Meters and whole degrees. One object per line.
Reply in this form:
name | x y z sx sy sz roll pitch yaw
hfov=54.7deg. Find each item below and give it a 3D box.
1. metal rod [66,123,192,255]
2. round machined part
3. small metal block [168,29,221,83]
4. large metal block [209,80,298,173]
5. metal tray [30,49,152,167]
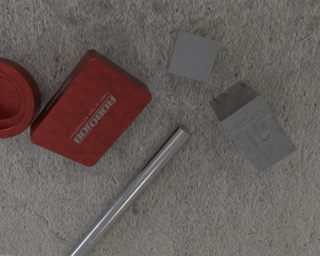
metal rod | -0.059 0.113 0.450 0.025 0.025 0.299 36 106 -12
round machined part | -0.197 -0.039 0.384 0.099 0.042 0.097 0 110 0
small metal block | 0.040 -0.088 0.378 0.050 0.025 0.050 14 109 -6
large metal block | 0.110 -0.005 0.380 0.050 0.080 0.080 -36 106 12
metal tray | -0.085 -0.019 0.382 0.090 0.030 0.130 32 108 -34
